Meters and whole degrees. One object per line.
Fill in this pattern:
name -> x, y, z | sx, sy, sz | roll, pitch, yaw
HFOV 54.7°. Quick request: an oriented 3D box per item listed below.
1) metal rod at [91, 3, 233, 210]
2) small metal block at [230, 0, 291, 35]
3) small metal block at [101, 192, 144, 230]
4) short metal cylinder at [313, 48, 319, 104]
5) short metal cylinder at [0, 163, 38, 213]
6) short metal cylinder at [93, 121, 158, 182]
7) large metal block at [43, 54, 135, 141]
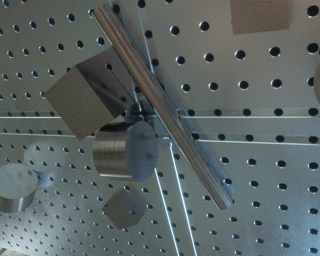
metal rod -> 0.010, -0.017, 0.395 | 0.025, 0.025, 0.299 | -24, 106, 36
small metal block -> 0.094, -0.117, 0.289 | 0.050, 0.025, 0.050 | 2, 119, 27
small metal block -> -0.064, 0.145, 0.535 | 0.050, 0.025, 0.050 | -30, 102, 38
short metal cylinder -> 0.179, -0.049, 0.270 | 0.080, 0.050, 0.079 | 13, 124, 21
short metal cylinder -> -0.282, 0.115, 0.596 | 0.080, 0.080, 0.050 | 34, 129, 6
short metal cylinder -> -0.044, 0.031, 0.418 | 0.050, 0.080, 0.080 | -2, 117, 29
large metal block -> -0.096, -0.040, 0.421 | 0.080, 0.050, 0.080 | -28, 102, 37
